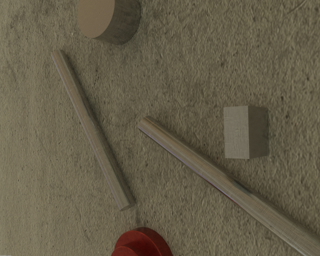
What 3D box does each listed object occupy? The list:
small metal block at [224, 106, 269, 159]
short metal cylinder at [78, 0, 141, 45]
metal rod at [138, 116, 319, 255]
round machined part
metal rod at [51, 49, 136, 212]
[{"bbox_3d":[0.089,0.004,0.314,0.025,0.050,0.050,-2,89,40],"label":"small metal block"},{"bbox_3d":[-0.074,-0.165,0.447,0.080,0.050,0.079,0,90,39],"label":"short metal cylinder"},{"bbox_3d":[0.082,0.068,0.336,0.300,0.025,0.025,36,112,33],"label":"metal rod"},{"bbox_3d":[-0.030,0.188,0.417,0.098,0.042,0.097,0,90,39],"label":"round machined part"},{"bbox_3d":[-0.113,-0.009,0.495,0.025,0.025,0.299,-43,64,31],"label":"metal rod"}]
